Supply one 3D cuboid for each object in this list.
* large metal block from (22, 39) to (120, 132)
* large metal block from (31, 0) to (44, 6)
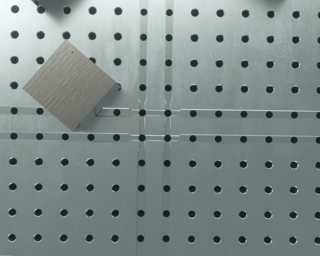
[{"bbox_3d":[-0.110,-0.052,0.399,0.080,0.050,0.080,41,90,-1],"label":"large metal block"},{"bbox_3d":[-0.155,-0.211,0.384,0.080,0.080,0.050,-43,91,0],"label":"large metal block"}]
